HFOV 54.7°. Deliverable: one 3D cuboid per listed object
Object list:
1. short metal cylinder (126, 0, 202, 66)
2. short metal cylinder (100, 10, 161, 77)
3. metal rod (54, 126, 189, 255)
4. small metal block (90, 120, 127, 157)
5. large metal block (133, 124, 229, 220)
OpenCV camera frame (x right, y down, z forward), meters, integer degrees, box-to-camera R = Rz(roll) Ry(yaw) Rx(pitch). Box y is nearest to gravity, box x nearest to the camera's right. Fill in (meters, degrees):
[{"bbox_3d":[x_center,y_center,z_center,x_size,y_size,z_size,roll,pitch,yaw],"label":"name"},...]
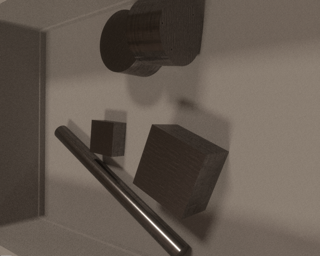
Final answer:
[{"bbox_3d":[0.007,-0.113,0.364,0.050,0.081,0.079,10,97,39],"label":"short metal cylinder"},{"bbox_3d":[-0.035,-0.112,0.418,0.080,0.050,0.079,0,90,39],"label":"short metal cylinder"},{"bbox_3d":[-0.074,0.080,0.464,0.300,0.025,0.025,36,112,33],"label":"metal rod"},{"bbox_3d":[-0.079,0.015,0.470,0.050,0.025,0.050,7,95,39],"label":"small metal block"},{"bbox_3d":[0.023,0.048,0.370,0.080,0.050,0.079,29,108,36],"label":"large metal block"}]
